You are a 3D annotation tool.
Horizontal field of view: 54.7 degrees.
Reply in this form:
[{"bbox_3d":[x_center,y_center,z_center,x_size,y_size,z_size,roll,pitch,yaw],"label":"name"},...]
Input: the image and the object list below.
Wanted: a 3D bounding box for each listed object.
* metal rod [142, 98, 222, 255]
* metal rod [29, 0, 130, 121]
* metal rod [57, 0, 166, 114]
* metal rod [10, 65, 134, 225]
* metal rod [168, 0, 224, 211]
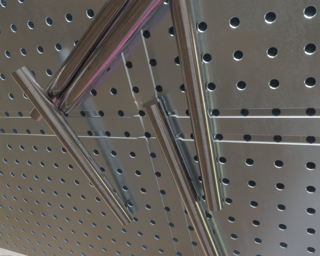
[{"bbox_3d":[0.042,0.097,0.447,0.025,0.025,0.299,-9,114,32],"label":"metal rod"},{"bbox_3d":[-0.105,-0.094,0.406,0.025,0.025,0.299,48,128,-6],"label":"metal rod"},{"bbox_3d":[-0.055,-0.095,0.359,0.025,0.025,0.299,48,135,-6],"label":"metal rod"},{"bbox_3d":[-0.124,0.040,0.478,0.025,0.025,0.299,-13,118,33],"label":"metal rod"},{"bbox_3d":[0.047,-0.022,0.371,0.025,0.025,0.298,1,119,27],"label":"metal rod"}]
